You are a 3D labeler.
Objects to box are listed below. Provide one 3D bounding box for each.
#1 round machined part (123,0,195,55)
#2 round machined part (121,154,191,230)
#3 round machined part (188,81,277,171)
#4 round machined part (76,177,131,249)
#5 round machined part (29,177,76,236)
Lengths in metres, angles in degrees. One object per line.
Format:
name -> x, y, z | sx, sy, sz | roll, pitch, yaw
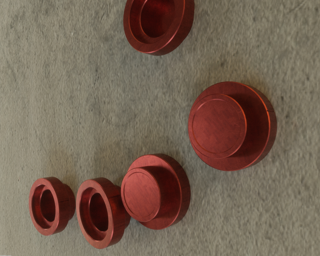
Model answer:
round machined part -> 0.003, -0.140, 0.390 | 0.098, 0.042, 0.097 | 0, 90, 39
round machined part -> -0.013, 0.083, 0.402 | 0.098, 0.042, 0.097 | 0, 90, 39
round machined part -> 0.070, -0.002, 0.335 | 0.098, 0.042, 0.097 | 0, 90, 39
round machined part -> -0.079, 0.120, 0.451 | 0.098, 0.042, 0.097 | 5, 96, 46
round machined part -> -0.186, 0.134, 0.544 | 0.098, 0.042, 0.097 | 0, 90, 39
